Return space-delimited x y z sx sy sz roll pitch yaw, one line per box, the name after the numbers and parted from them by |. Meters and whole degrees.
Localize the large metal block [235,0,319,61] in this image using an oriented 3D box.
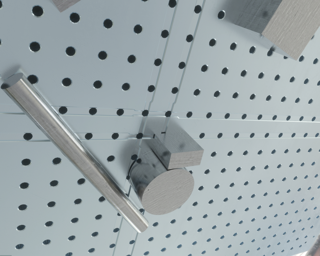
0.158 -0.144 0.394 0.080 0.050 0.080 19 108 -36 | large metal block

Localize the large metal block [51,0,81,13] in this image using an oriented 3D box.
-0.077 -0.157 0.256 0.080 0.050 0.080 -35 129 -5 | large metal block

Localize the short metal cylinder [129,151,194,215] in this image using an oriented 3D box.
0.002 0.077 0.446 0.081 0.050 0.079 -14 125 -21 | short metal cylinder

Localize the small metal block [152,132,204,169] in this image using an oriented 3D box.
0.024 0.030 0.429 0.050 0.050 0.025 -4 120 -27 | small metal block

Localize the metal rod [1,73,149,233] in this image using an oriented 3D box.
-0.087 0.054 0.398 0.025 0.025 0.299 -35 129 -6 | metal rod
